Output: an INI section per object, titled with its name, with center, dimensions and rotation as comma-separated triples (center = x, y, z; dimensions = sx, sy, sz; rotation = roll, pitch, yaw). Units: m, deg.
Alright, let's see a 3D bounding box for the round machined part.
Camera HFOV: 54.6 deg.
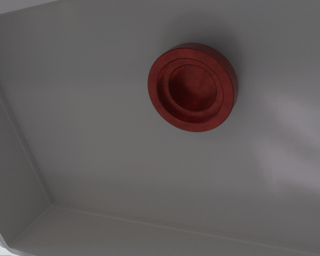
[round machined part]
center = 0.039, -0.048, 0.348
dimensions = 0.098, 0.042, 0.097
rotation = 13, 124, 21
